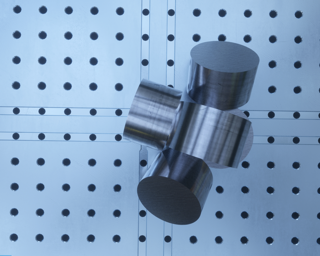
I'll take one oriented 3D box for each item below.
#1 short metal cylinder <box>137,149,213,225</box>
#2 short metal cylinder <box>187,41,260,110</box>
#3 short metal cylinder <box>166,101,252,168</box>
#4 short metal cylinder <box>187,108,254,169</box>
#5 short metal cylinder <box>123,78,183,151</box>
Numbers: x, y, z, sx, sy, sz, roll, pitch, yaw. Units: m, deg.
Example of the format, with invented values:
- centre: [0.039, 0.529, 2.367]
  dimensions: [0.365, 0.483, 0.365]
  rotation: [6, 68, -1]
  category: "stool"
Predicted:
- centre: [0.019, 0.072, 0.380]
  dimensions: [0.080, 0.050, 0.079]
  rotation: [14, 129, 18]
  category: "short metal cylinder"
- centre: [0.075, -0.066, 0.379]
  dimensions: [0.081, 0.080, 0.050]
  rotation: [2, 130, 0]
  category: "short metal cylinder"
- centre: [0.052, 0.007, 0.335]
  dimensions: [0.080, 0.080, 0.050]
  rotation: [17, 90, 0]
  category: "short metal cylinder"
- centre: [0.073, 0.010, 0.400]
  dimensions: [0.081, 0.050, 0.080]
  rotation: [0, 89, 0]
  category: "short metal cylinder"
- centre: [-0.009, -0.016, 0.385]
  dimensions: [0.050, 0.080, 0.080]
  rotation: [19, 90, 0]
  category: "short metal cylinder"
